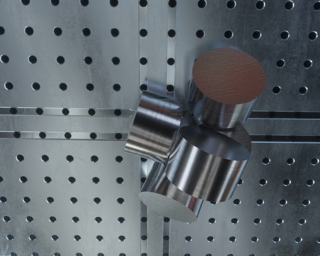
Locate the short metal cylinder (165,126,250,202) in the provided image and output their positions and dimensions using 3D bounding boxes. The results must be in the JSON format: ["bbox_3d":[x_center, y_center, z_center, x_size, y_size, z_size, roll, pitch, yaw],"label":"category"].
[{"bbox_3d":[0.052,0.037,0.344,0.080,0.080,0.050,16,109,-6],"label":"short metal cylinder"}]

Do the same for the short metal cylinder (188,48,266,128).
[{"bbox_3d":[0.075,-0.046,0.360,0.081,0.080,0.050,2,150,-1],"label":"short metal cylinder"}]

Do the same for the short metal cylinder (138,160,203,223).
[{"bbox_3d":[0.019,0.083,0.408,0.080,0.050,0.080,19,149,12],"label":"short metal cylinder"}]

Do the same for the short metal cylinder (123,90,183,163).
[{"bbox_3d":[-0.009,-0.002,0.383,0.050,0.080,0.079,18,109,-7],"label":"short metal cylinder"}]

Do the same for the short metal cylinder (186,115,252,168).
[{"bbox_3d":[0.073,0.018,0.406,0.081,0.050,0.079,0,109,0],"label":"short metal cylinder"}]
